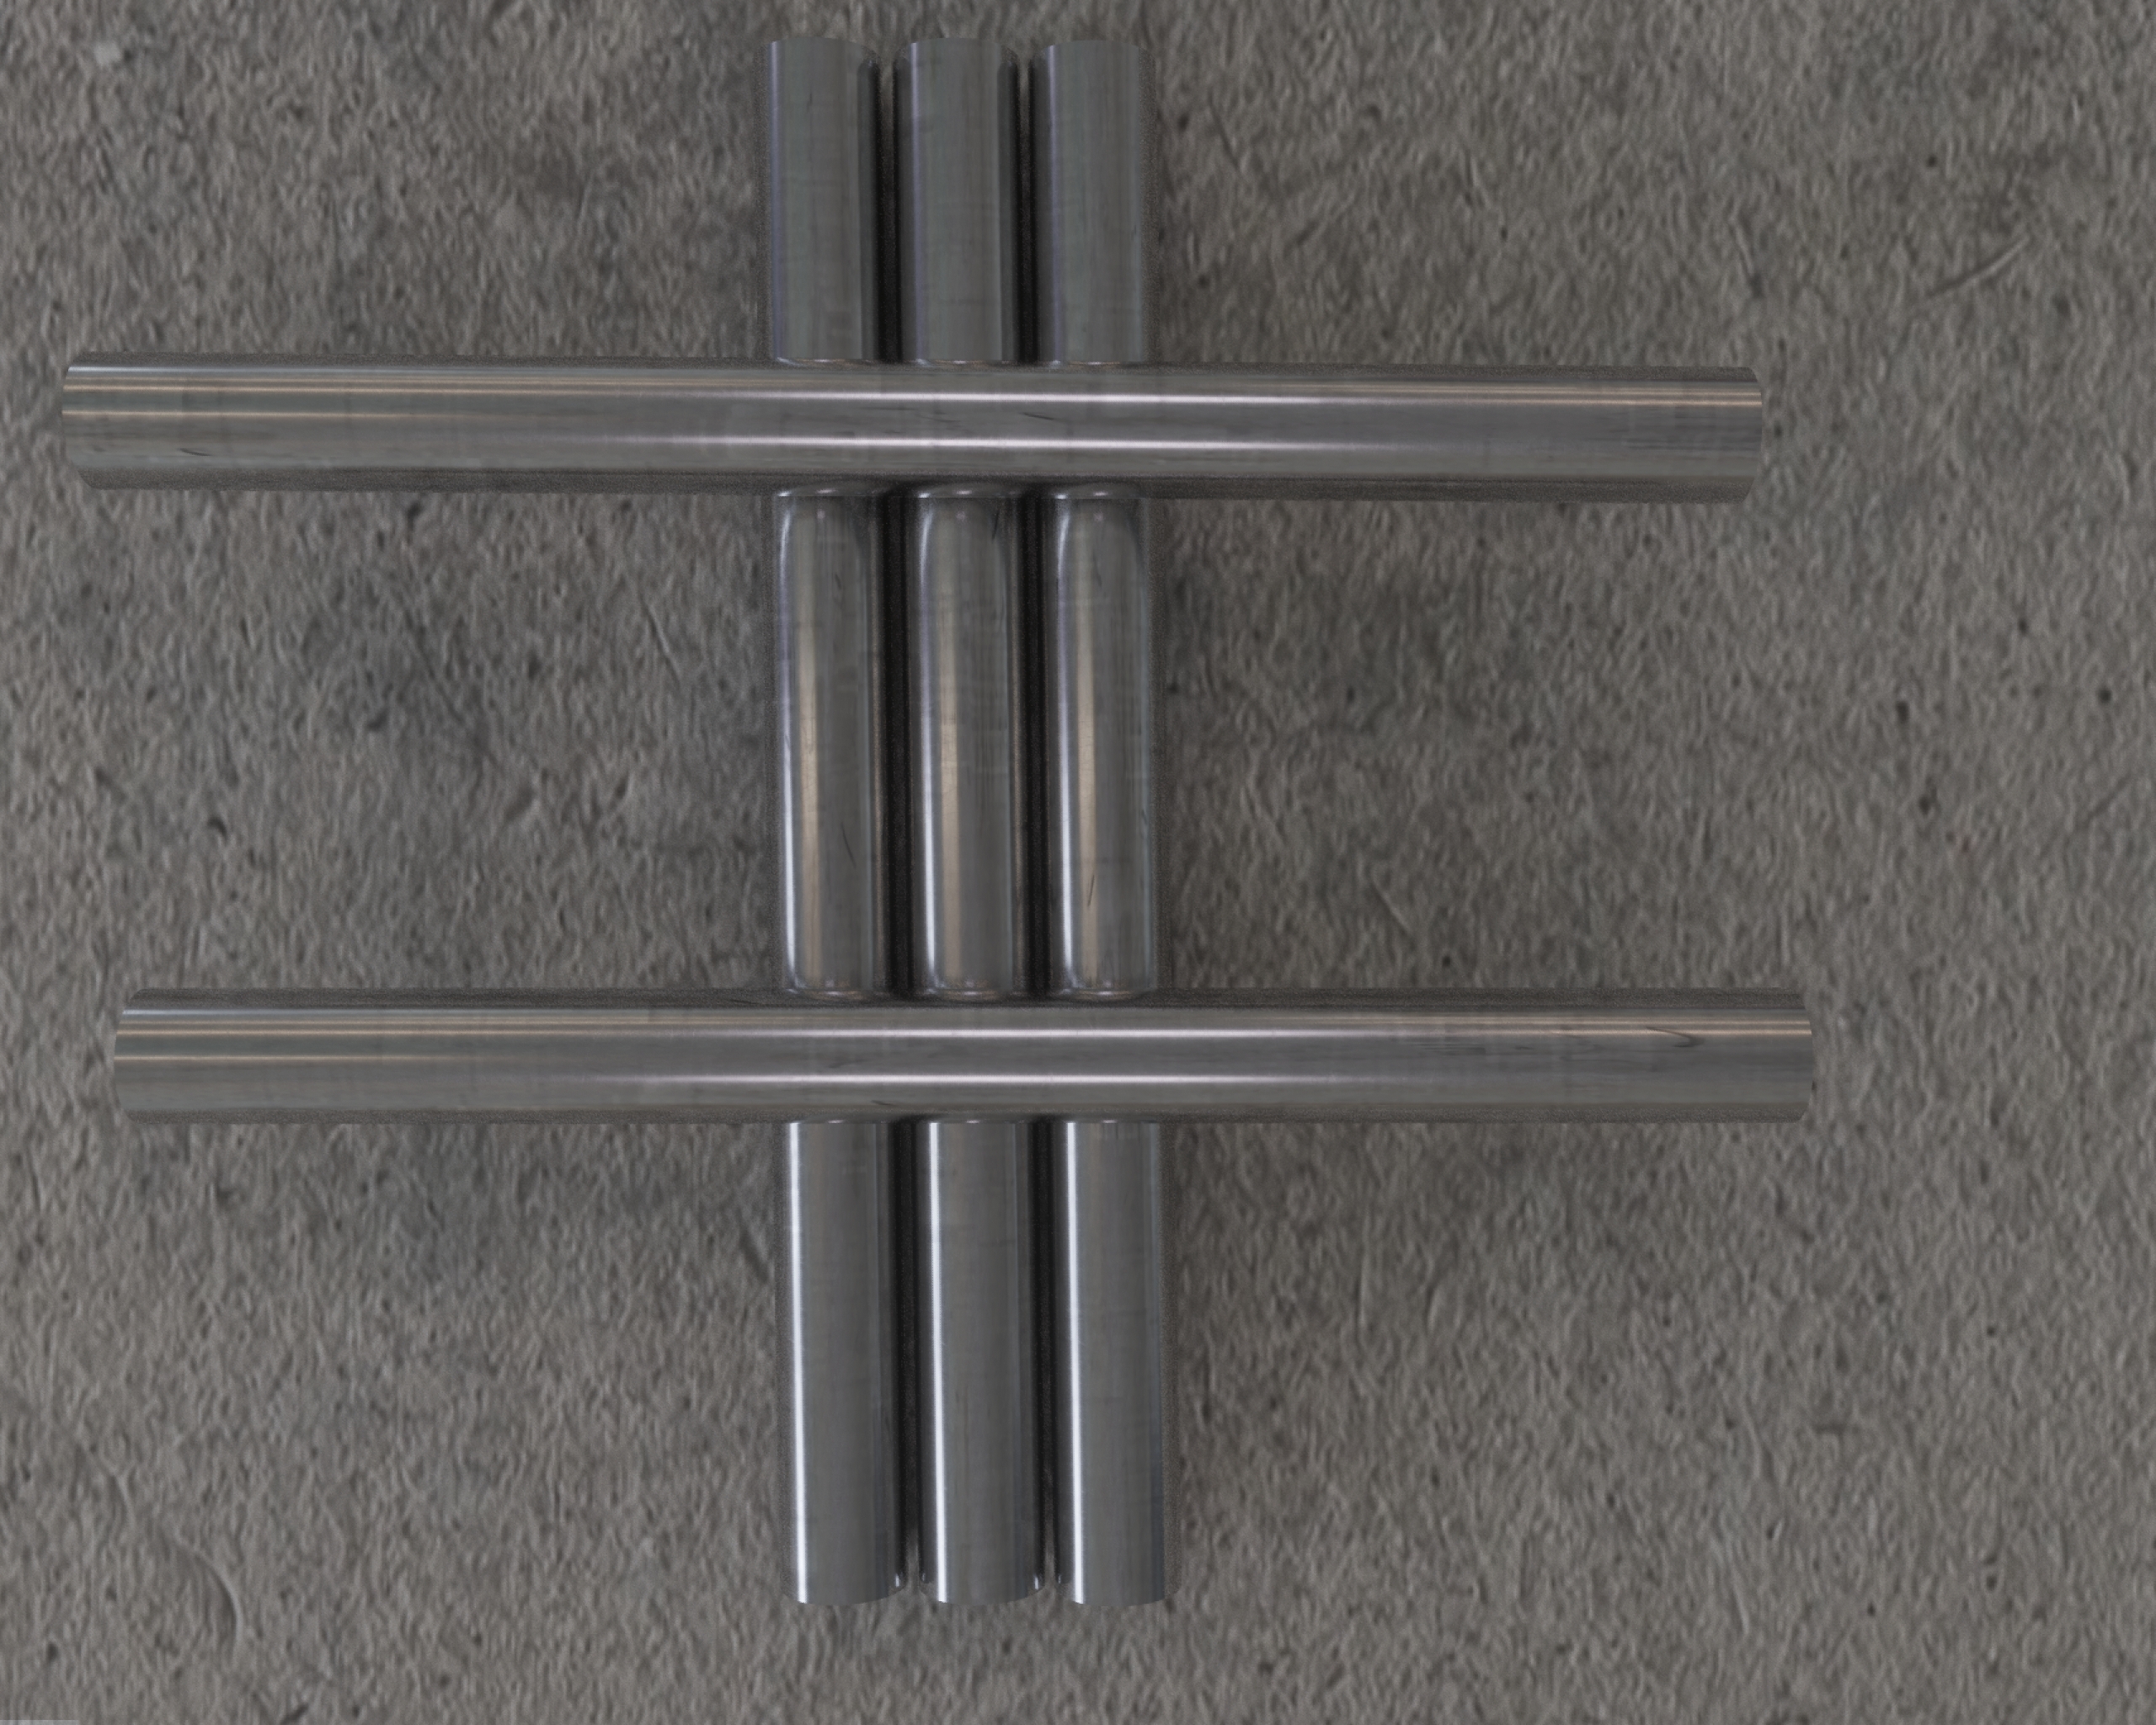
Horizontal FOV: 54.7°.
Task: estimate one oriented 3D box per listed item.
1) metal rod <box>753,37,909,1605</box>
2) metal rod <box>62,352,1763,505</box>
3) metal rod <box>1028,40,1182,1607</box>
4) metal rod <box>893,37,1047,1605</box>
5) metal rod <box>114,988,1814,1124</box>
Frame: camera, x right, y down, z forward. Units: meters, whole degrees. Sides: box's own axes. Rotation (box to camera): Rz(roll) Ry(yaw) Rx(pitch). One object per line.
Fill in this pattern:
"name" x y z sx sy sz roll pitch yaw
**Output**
"metal rod" -0.048 -0.008 0.409 0.025 0.025 0.298 -1 90 0
"metal rod" -0.029 -0.080 0.383 0.302 0.025 0.025 0 90 0
"metal rod" 0.005 -0.007 0.409 0.025 0.025 0.298 -1 90 0
"metal rod" -0.021 -0.008 0.409 0.025 0.025 0.298 -1 90 0
"metal rod" -0.020 0.035 0.383 0.302 0.025 0.025 0 90 0
